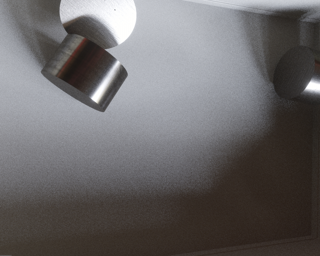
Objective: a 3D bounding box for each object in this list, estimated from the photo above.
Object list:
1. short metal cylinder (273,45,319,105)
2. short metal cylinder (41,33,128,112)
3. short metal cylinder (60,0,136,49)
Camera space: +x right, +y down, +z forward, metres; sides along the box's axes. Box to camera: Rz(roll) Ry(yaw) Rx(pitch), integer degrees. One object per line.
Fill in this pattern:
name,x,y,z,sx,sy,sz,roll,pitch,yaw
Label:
short metal cylinder,0.218,-0.078,0.464,0.050,0.080,0.080,10,87,-20
short metal cylinder,-0.084,-0.061,0.351,0.080,0.080,0.050,34,79,-17
short metal cylinder,-0.070,-0.137,0.350,0.081,0.050,0.079,-8,133,-8
